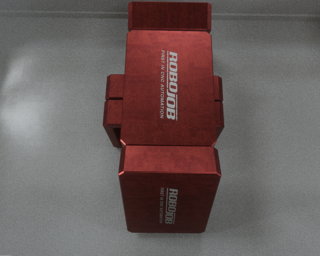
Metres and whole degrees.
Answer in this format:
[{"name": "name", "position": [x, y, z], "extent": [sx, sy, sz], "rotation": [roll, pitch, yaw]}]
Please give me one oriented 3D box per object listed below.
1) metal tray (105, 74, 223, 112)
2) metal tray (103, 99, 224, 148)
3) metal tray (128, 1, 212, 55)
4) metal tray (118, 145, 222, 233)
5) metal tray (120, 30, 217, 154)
[{"name": "metal tray", "position": [0.005, -0.031, 0.385], "extent": [0.131, 0.090, 0.030], "rotation": [1, 70, 0]}, {"name": "metal tray", "position": [0.004, -0.002, 0.375], "extent": [0.131, 0.090, 0.030], "rotation": [1, 70, 0]}, {"name": "metal tray", "position": [0.011, -0.121, 0.396], "extent": [0.091, 0.130, 0.030], "rotation": [1, 91, 0]}, {"name": "metal tray", "position": [0.008, 0.070, 0.325], "extent": [0.091, 0.129, 0.030], "rotation": [1, 49, -1]}, {"name": "metal tray", "position": [0.009, -0.039, 0.324], "extent": [0.091, 0.030, 0.130], "rotation": [1, 70, -1]}]
